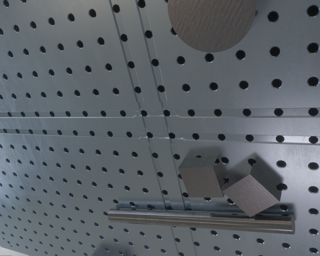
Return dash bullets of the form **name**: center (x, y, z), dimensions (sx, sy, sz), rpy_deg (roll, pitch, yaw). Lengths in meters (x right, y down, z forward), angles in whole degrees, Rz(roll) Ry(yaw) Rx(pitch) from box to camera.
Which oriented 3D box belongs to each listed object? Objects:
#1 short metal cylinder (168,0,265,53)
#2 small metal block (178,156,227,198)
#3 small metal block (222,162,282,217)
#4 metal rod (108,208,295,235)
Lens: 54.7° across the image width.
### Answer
- **short metal cylinder**: center (0.054, -0.118, 0.293), dimensions (0.080, 0.050, 0.079), rpy_deg (13, 124, 21)
- **small metal block**: center (0.059, 0.067, 0.421), dimensions (0.050, 0.025, 0.050), rpy_deg (-8, 115, 31)
- **small metal block**: center (0.118, 0.080, 0.398), dimensions (0.050, 0.025, 0.050), rpy_deg (43, 129, -2)
- **metal rod**: center (0.043, 0.139, 0.474), dimensions (0.300, 0.025, 0.025), rpy_deg (-7, 115, 31)
